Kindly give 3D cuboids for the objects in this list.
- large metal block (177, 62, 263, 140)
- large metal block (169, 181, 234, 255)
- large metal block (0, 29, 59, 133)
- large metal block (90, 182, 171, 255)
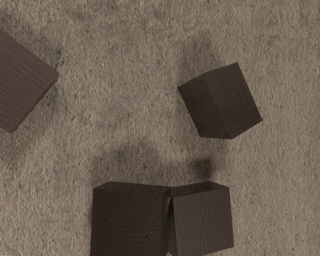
[{"bbox_3d":[0.076,-0.033,0.409,0.050,0.080,0.080,-29,100,-18],"label":"large metal block"},{"bbox_3d":[0.048,0.121,0.415,0.081,0.050,0.079,-6,92,-20],"label":"large metal block"},{"bbox_3d":[-0.169,-0.050,0.333,0.080,0.050,0.080,38,78,-16],"label":"large metal block"},{"bbox_3d":[-0.033,0.110,0.366,0.080,0.050,0.079,3,89,13],"label":"large metal block"}]
